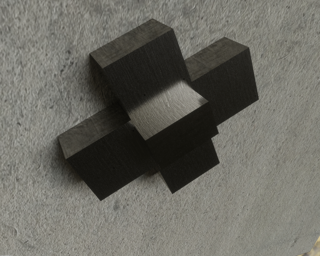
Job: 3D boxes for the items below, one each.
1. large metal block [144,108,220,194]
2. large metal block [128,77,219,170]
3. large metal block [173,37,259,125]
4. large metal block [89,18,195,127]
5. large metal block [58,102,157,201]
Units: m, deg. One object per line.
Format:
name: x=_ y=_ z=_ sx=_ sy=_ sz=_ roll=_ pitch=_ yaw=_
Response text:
large metal block: x=0.027 y=0.030 z=0.426 sx=0.080 sy=0.050 sz=0.080 roll=-32 pitch=129 yaw=-8
large metal block: x=0.010 y=-0.009 z=0.374 sx=0.080 sy=0.080 sz=0.050 roll=-32 pitch=129 yaw=-8
large metal block: x=0.073 y=-0.057 z=0.398 sx=0.080 sy=0.050 sz=0.080 roll=-32 pitch=129 yaw=-8
large metal block: x=-0.018 y=-0.061 z=0.345 sx=0.080 sy=0.050 sz=0.080 roll=-32 pitch=129 yaw=-8
large metal block: x=-0.062 y=0.028 z=0.376 sx=0.080 sy=0.050 sz=0.080 roll=-32 pitch=129 yaw=-8
